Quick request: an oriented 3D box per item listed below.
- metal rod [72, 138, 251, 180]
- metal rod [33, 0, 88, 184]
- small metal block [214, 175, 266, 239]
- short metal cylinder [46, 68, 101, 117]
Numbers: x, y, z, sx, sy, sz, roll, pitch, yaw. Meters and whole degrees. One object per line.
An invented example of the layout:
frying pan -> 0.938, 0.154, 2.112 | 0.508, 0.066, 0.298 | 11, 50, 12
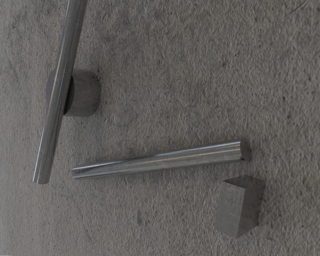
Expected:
metal rod -> -0.023, 0.049, 0.423 | 0.300, 0.025, 0.025 | -13, 82, 39
metal rod -> -0.150, -0.055, 0.463 | 0.025, 0.025, 0.298 | 26, 106, 37
small metal block -> 0.083, 0.079, 0.320 | 0.025, 0.050, 0.050 | 13, 99, 39
short metal cylinder -> -0.142, -0.058, 0.506 | 0.080, 0.050, 0.080 | 0, 90, 40
